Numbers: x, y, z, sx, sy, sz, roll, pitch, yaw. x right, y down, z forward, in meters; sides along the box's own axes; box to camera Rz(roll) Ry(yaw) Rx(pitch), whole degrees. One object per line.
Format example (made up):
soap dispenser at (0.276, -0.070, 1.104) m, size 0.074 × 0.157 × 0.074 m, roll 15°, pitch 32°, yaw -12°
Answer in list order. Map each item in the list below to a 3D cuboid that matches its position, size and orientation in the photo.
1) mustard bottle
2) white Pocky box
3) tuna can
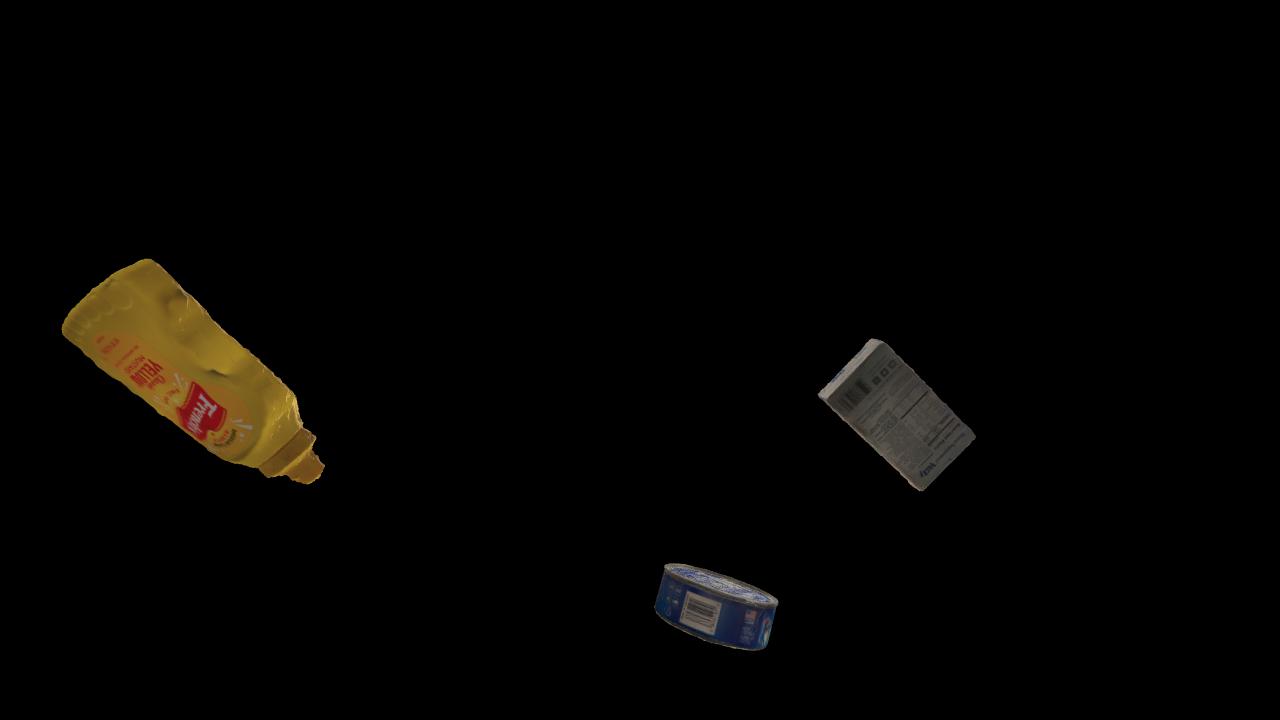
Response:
mustard bottle at (-0.299, 0.023, 0.437) m, size 0.092 × 0.184 × 0.054 m, roll -30°, pitch 22°, yaw 21°
white Pocky box at (0.266, 0.058, 0.636) m, size 0.154 × 0.084 × 0.028 m, roll 42°, pitch 5°, yaw -13°
tuna can at (0.054, 0.174, 0.438) m, size 0.084 × 0.034 × 0.084 m, roll 16°, pitch -10°, yaw 3°
